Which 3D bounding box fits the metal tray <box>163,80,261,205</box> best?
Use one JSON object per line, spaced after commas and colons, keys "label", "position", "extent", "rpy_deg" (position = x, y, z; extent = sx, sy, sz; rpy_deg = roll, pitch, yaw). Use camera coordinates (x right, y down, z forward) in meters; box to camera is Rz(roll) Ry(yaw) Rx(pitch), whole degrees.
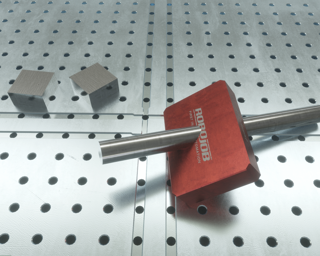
{"label": "metal tray", "position": [0.054, 0.014, 0.363], "extent": [0.090, 0.030, 0.130], "rpy_deg": [-26, 46, 23]}

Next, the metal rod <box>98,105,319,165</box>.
{"label": "metal rod", "position": [0.078, 0.003, 0.376], "extent": [0.302, 0.025, 0.025], "rpy_deg": [-9, 50, -19]}

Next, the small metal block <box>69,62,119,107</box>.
{"label": "small metal block", "position": [-0.097, -0.066, 0.462], "extent": [0.050, 0.025, 0.050], "rpy_deg": [-35, 58, -26]}

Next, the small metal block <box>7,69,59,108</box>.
{"label": "small metal block", "position": [-0.185, -0.058, 0.455], "extent": [0.050, 0.025, 0.050], "rpy_deg": [6, 50, 5]}
